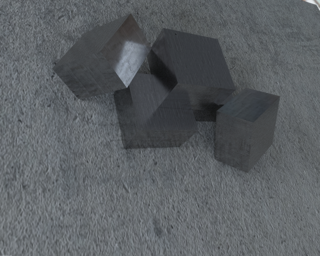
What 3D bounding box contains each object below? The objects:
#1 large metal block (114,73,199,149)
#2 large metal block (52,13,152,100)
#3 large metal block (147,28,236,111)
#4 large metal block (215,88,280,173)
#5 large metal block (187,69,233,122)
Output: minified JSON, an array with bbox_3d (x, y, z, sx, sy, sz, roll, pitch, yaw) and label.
[{"bbox_3d":[-0.007,-0.021,0.397,0.081,0.050,0.080,0,62,-29],"label":"large metal block"},{"bbox_3d":[-0.068,-0.086,0.378,0.050,0.080,0.080,55,43,-33],"label":"large metal block"},{"bbox_3d":[0.037,-0.070,0.387,0.081,0.050,0.080,2,61,-28],"label":"large metal block"},{"bbox_3d":[0.120,0.001,0.428,0.050,0.079,0.081,22,41,34],"label":"large metal block"},{"bbox_3d":[0.053,-0.056,0.454,0.081,0.050,0.080,0,62,-29],"label":"large metal block"}]
